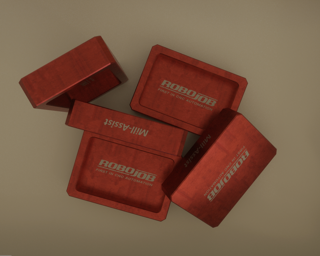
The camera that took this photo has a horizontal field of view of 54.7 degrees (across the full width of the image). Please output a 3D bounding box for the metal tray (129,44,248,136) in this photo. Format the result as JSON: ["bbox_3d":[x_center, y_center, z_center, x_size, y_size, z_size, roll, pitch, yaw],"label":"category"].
[{"bbox_3d":[0.037,-0.043,0.408,0.131,0.030,0.090,21,90,-1],"label":"metal tray"}]

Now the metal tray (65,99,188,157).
[{"bbox_3d":[-0.036,-0.001,0.376,0.131,0.090,0.030,16,90,-1],"label":"metal tray"}]

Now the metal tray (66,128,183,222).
[{"bbox_3d":[-0.044,0.059,0.405,0.131,0.030,0.090,16,90,-1],"label":"metal tray"}]

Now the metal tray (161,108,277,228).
[{"bbox_3d":[0.076,0.051,0.389,0.090,0.030,0.130,39,90,-29],"label":"metal tray"}]

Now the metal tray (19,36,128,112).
[{"bbox_3d":[-0.088,-0.054,0.355,0.090,0.130,0.030,-30,91,0],"label":"metal tray"}]
